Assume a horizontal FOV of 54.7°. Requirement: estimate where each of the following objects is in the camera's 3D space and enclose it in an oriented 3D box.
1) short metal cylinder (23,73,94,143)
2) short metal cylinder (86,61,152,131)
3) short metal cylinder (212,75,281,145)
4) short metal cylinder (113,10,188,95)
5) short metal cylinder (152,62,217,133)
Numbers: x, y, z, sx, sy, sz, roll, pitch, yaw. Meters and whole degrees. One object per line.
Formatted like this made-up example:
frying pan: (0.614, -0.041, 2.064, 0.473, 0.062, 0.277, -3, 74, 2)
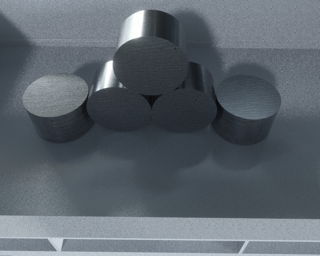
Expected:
short metal cylinder: (-0.131, -0.027, 0.409, 0.080, 0.050, 0.080, 0, 50, 0)
short metal cylinder: (-0.050, -0.040, 0.400, 0.080, 0.080, 0.050, 1, 50, 1)
short metal cylinder: (0.111, -0.025, 0.408, 0.080, 0.050, 0.080, 0, 50, 0)
short metal cylinder: (-0.010, -0.083, 0.347, 0.080, 0.080, 0.050, 1, 50, 1)
short metal cylinder: (0.031, -0.038, 0.399, 0.080, 0.080, 0.050, 1, 50, 1)
